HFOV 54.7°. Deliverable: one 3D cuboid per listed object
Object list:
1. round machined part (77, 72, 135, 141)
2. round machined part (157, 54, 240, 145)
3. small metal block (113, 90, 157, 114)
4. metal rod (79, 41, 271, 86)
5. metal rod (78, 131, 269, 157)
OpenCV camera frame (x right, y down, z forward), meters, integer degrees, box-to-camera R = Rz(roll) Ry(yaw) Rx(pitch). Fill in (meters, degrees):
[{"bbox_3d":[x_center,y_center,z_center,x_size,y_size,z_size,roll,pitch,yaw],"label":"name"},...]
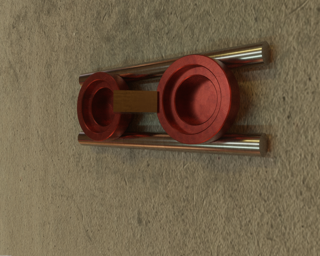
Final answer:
[{"bbox_3d":[-0.074,-0.030,0.451,0.098,0.042,0.097,0,90,40],"label":"round machined part"},{"bbox_3d":[0.046,-0.031,0.351,0.098,0.042,0.097,0,90,40],"label":"round machined part"},{"bbox_3d":[-0.031,-0.031,0.382,0.050,0.050,0.025,178,93,-83],"label":"small metal block"},{"bbox_3d":[-0.007,-0.077,0.412,0.300,0.025,0.025,0,90,40],"label":"metal rod"},{"bbox_3d":[-0.009,0.017,0.413,0.300,0.025,0.025,0,90,40],"label":"metal rod"}]
